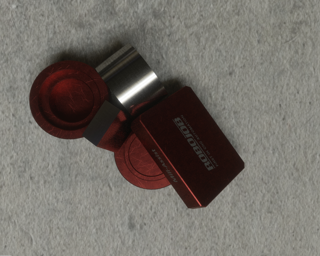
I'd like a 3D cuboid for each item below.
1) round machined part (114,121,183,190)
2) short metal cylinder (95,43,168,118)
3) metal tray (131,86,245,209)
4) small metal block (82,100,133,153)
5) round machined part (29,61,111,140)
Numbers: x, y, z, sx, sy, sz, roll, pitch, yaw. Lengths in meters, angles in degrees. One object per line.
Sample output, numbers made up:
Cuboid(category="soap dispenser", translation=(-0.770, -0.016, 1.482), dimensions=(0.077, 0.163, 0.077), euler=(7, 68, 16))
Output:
Cuboid(category="round machined part", translation=(-0.011, 0.032, 0.402), dimensions=(0.099, 0.042, 0.097), euler=(0, 90, -1))
Cuboid(category="short metal cylinder", translation=(-0.035, -0.057, 0.384), dimensions=(0.050, 0.080, 0.080), euler=(-38, 90, 0))
Cuboid(category="metal tray", translation=(0.037, 0.022, 0.387), dimensions=(0.091, 0.030, 0.130), euler=(-36, 90, -32))
Cuboid(category="small metal block", translation=(-0.060, 0.000, 0.380), dimensions=(0.025, 0.050, 0.050), euler=(33, 90, 24))
Cuboid(category="round machined part", translation=(-0.111, -0.035, 0.401), dimensions=(0.099, 0.042, 0.097), euler=(0, 90, -1))
